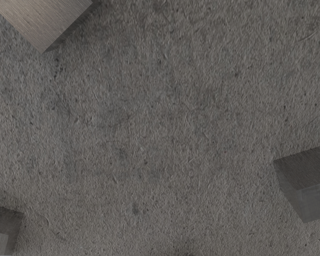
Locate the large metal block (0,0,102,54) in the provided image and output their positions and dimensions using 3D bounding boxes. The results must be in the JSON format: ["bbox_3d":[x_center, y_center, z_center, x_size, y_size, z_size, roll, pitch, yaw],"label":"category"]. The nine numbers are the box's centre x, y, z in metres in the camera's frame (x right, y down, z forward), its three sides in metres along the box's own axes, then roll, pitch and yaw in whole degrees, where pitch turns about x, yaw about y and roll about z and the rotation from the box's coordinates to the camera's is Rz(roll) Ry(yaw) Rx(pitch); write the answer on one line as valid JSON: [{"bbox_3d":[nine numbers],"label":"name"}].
[{"bbox_3d":[-0.126,-0.142,0.343,0.080,0.050,0.080,-40,106,13],"label":"large metal block"}]

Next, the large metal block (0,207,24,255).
[{"bbox_3d":[-0.258,0.160,0.453,0.080,0.050,0.079,19,109,-7],"label":"large metal block"}]

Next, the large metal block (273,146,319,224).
[{"bbox_3d":[0.207,0.070,0.408,0.080,0.080,0.050,-19,109,6],"label":"large metal block"}]
